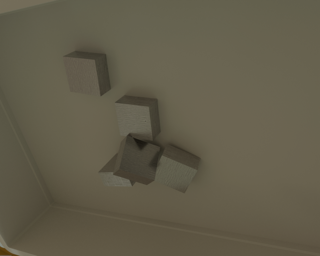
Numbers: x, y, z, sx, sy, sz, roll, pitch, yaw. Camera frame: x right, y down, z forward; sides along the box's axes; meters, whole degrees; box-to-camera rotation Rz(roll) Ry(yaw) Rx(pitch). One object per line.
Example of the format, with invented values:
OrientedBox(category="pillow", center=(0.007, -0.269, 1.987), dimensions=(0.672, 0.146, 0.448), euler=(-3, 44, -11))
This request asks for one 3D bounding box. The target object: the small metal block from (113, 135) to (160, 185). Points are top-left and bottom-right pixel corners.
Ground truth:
OrientedBox(category="small metal block", center=(-0.031, 0.044, 0.423), dimensions=(0.050, 0.050, 0.025), euler=(21, 148, -18))

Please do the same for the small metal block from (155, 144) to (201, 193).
OrientedBox(category="small metal block", center=(0.022, 0.056, 0.427), dimensions=(0.050, 0.025, 0.050), euler=(23, 128, 2))

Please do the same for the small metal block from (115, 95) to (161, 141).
OrientedBox(category="small metal block", center=(-0.029, -0.014, 0.415), dimensions=(0.050, 0.025, 0.050), euler=(8, 122, 24))

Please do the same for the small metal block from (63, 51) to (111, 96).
OrientedBox(category="small metal block", center=(-0.097, -0.073, 0.415), dimensions=(0.050, 0.025, 0.050), euler=(11, 123, 22))

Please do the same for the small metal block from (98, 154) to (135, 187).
OrientedBox(category="small metal block", center=(-0.054, 0.061, 0.458), dimensions=(0.050, 0.050, 0.025), euler=(-6, 116, 31))
